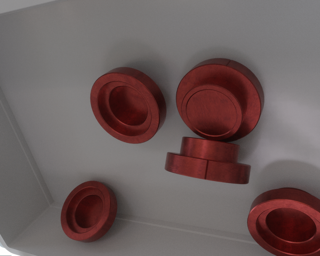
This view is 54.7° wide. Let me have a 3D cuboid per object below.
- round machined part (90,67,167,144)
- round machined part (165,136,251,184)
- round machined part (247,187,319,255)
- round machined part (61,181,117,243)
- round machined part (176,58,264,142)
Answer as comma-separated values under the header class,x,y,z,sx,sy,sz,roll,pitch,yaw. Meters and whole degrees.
class,x,y,z,sx,sy,sz,roll,pitch,yaw
round machined part,-0.036,-0.032,0.397,0.098,0.042,0.097,13,124,21
round machined part,0.057,0.036,0.366,0.098,0.098,0.042,8,87,24
round machined part,0.162,0.113,0.382,0.098,0.042,0.097,13,124,21
round machined part,-0.114,0.142,0.521,0.098,0.098,0.042,0,152,28
round machined part,0.063,-0.025,0.349,0.098,0.042,0.097,13,124,21
